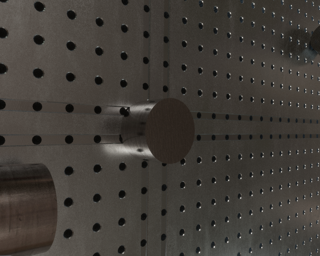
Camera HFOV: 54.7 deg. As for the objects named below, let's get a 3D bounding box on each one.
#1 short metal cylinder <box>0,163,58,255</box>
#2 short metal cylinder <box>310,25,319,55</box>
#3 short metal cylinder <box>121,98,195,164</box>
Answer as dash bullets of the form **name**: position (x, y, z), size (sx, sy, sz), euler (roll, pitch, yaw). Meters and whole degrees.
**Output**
- **short metal cylinder**: position (-0.129, 0.071, 0.267), size (0.050, 0.080, 0.079), euler (2, 89, -40)
- **short metal cylinder**: position (0.397, -0.200, 0.711), size (0.050, 0.080, 0.080), euler (23, 76, -38)
- **short metal cylinder**: position (-0.002, 0.003, 0.393), size (0.081, 0.050, 0.079), euler (0, 91, -40)
